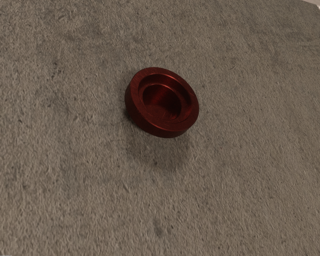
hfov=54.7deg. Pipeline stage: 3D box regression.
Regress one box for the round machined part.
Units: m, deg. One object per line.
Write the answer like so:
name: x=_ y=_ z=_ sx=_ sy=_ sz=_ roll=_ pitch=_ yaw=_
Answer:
round machined part: x=-0.001 y=-0.029 z=0.412 sx=0.099 sy=0.042 sz=0.098 roll=14 pitch=56 yaw=-21
